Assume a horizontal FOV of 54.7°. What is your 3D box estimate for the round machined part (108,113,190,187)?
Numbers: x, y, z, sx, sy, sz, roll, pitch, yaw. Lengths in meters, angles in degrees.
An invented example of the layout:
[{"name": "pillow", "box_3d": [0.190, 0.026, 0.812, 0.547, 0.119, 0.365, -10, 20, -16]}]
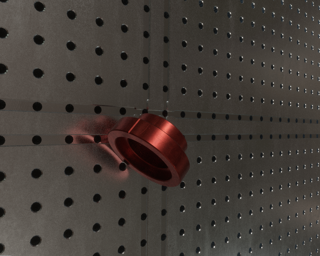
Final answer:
[{"name": "round machined part", "box_3d": [-0.008, 0.021, 0.357, 0.098, 0.098, 0.042, 52, 59, -28]}]
